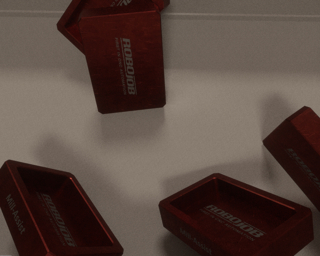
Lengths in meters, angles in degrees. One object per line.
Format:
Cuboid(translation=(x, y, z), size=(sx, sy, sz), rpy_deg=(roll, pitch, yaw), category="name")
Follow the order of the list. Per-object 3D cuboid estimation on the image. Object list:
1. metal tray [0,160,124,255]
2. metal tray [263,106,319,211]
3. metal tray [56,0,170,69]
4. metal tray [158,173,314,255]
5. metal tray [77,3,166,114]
Cuboid(translation=(-0.105, 0.089, 0.315), size=(0.130, 0.090, 0.030), rpy_deg=(42, 100, 38), category="metal tray")
Cuboid(translation=(0.186, 0.046, 0.360), size=(0.030, 0.090, 0.130), rpy_deg=(-33, 74, -11), category="metal tray")
Cuboid(translation=(-0.063, -0.146, 0.399), size=(0.090, 0.129, 0.030), rpy_deg=(43, 33, -11), category="metal tray")
Cuboid(translation=(0.070, 0.092, 0.314), size=(0.091, 0.130, 0.030), rpy_deg=(-21, 109, -28), category="metal tray")
Cuboid(translation=(-0.042, -0.082, 0.385), size=(0.091, 0.129, 0.030), rpy_deg=(-7, 39, -3), category="metal tray")
